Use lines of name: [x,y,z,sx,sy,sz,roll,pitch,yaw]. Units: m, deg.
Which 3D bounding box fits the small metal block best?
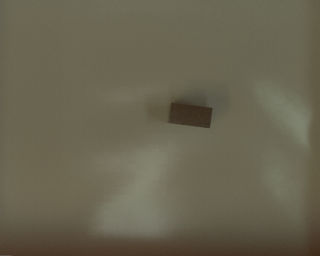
small metal block: [0.037,-0.015,0.399,0.050,0.050,0.025,7,90,-1]
